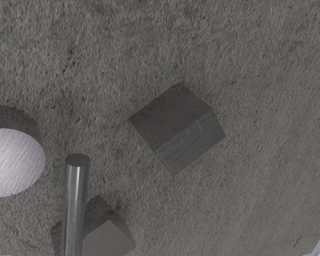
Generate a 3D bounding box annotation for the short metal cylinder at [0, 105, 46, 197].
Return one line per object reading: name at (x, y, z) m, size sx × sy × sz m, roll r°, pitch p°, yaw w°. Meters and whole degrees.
short metal cylinder at (-0.163, 0.023, 0.316) m, size 0.081 × 0.050 × 0.079 m, roll -14°, pitch 124°, yaw -21°

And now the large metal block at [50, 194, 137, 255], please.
large metal block at (-0.092, 0.154, 0.436) m, size 0.080 × 0.050 × 0.080 m, roll -35°, pitch 129°, yaw -5°

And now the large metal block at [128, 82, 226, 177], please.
large metal block at (0.019, -0.001, 0.381) m, size 0.080 × 0.080 × 0.050 m, roll -37°, pitch 129°, yaw -4°

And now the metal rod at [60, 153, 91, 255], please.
metal rod at (-0.111, 0.164, 0.382) m, size 0.025 × 0.025 × 0.298 m, roll -3°, pitch 119°, yaw -27°
